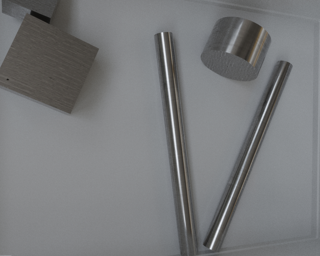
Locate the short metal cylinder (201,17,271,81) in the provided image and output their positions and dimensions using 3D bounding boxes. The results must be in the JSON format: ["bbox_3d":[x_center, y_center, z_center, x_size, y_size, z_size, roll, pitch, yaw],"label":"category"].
[{"bbox_3d":[0.102,-0.105,0.420,0.080,0.080,0.050,27,81,-19],"label":"short metal cylinder"}]

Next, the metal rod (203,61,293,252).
[{"bbox_3d":[0.133,0.036,0.461,0.025,0.025,0.299,27,81,-18],"label":"metal rod"}]

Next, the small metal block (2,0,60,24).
[{"bbox_3d":[-0.143,-0.146,0.350,0.050,0.025,0.050,19,65,-20],"label":"small metal block"}]

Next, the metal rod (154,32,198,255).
[{"bbox_3d":[0.022,0.023,0.419,0.025,0.025,0.298,-8,93,-20],"label":"metal rod"}]

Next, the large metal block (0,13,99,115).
[{"bbox_3d":[-0.126,-0.067,0.351,0.080,0.050,0.080,24,82,-19],"label":"large metal block"}]
